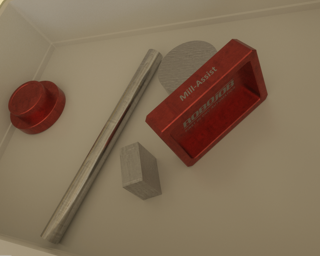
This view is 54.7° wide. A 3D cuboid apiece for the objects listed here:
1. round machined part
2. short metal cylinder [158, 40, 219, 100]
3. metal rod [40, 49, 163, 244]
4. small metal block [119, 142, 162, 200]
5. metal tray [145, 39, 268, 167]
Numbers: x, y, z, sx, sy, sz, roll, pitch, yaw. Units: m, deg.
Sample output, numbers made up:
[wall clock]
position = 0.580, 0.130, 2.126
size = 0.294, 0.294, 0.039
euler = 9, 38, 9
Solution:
[round machined part]
position = -0.215, -0.042, 0.527
size = 0.098, 0.042, 0.098
euler = -10, 58, 18
[short metal cylinder]
position = 0.044, -0.067, 0.407
size = 0.080, 0.050, 0.080
euler = -13, 56, 20
[metal rod]
position = -0.073, 0.014, 0.433
size = 0.025, 0.025, 0.300
euler = 16, 70, 34
[small metal block]
position = -0.023, 0.052, 0.369
size = 0.025, 0.050, 0.050
euler = -21, 54, 15
[metal tray]
position = 0.057, -0.024, 0.347
size = 0.130, 0.090, 0.030
euler = -42, 51, -1
